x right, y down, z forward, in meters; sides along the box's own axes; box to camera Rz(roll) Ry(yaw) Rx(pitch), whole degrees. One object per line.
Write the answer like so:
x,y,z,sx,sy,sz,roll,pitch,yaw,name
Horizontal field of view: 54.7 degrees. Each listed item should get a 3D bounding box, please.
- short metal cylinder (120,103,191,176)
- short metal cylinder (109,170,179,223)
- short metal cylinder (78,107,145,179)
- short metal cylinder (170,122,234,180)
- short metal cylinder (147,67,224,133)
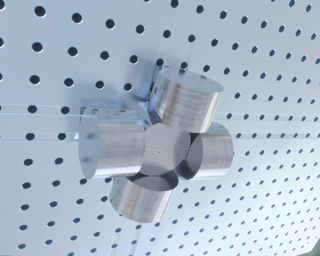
-0.008,0.014,0.400,0.081,0.050,0.079,-15,125,-22,short metal cylinder
-0.022,0.079,0.411,0.081,0.080,0.050,6,115,-31,short metal cylinder
-0.058,0.017,0.354,0.050,0.080,0.079,1,118,-30,short metal cylinder
0.054,0.031,0.424,0.050,0.080,0.079,4,117,-31,short metal cylinder
0.030,-0.035,0.369,0.081,0.080,0.050,3,117,-30,short metal cylinder
